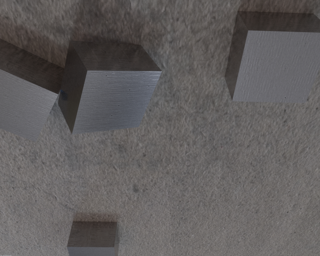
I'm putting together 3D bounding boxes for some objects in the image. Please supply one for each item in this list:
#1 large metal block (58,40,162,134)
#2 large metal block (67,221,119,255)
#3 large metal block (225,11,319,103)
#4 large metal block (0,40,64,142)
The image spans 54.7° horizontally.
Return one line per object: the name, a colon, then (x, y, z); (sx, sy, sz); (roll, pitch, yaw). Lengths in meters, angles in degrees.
large metal block: (-0.056, -0.043, 0.332); (0.081, 0.050, 0.079); (-7, 138, -35)
large metal block: (-0.121, 0.218, 0.575); (0.081, 0.050, 0.079); (1, 130, -2)
large metal block: (0.120, -0.074, 0.329); (0.081, 0.050, 0.079); (1, 130, -2)
large metal block: (-0.162, -0.041, 0.354); (0.080, 0.050, 0.080); (25, 126, -20)
